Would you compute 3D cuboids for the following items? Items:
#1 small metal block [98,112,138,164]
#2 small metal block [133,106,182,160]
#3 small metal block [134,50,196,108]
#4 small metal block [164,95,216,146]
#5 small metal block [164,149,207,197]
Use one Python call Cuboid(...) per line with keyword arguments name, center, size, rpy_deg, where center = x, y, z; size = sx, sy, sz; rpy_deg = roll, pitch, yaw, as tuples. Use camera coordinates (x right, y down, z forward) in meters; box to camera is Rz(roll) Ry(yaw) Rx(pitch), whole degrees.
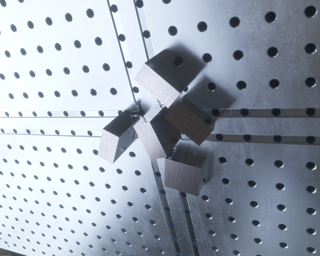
Cuboid(name="small metal block", center=(-0.059, 0.013, 0.433), size=(0.025, 0.050, 0.050), rpy_deg=(27, 128, 11))
Cuboid(name="small metal block", center=(-0.002, 0.005, 0.398), size=(0.025, 0.050, 0.050), rpy_deg=(-14, 111, 33))
Cuboid(name="small metal block", center=(0.007, -0.057, 0.355), size=(0.050, 0.050, 0.025), rpy_deg=(41, 129, 0))
Cuboid(name="small metal block", center=(0.037, -0.010, 0.365), size=(0.050, 0.050, 0.025), rpy_deg=(39, 108, 1))
Cuboid(name="small metal block", center=(0.035, 0.061, 0.430), size=(0.050, 0.025, 0.050), rpy_deg=(14, 124, 20))
